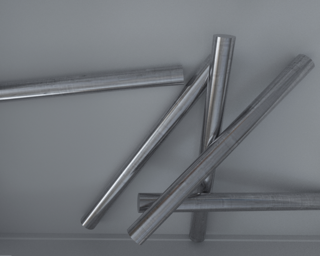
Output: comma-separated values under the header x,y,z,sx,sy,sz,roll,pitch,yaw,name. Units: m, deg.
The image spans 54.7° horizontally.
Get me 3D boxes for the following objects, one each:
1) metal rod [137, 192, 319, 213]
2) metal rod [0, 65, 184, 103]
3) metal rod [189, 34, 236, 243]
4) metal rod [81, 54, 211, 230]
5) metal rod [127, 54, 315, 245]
x,y,z,sx,sy,sz,roll,pitch,yaw,name
0.121,0.101,0.423,0.302,0.025,0.025,2,111,-12,metal rod
-0.122,-0.052,0.390,0.302,0.025,0.025,-6,110,2,metal rod
0.064,0.032,0.407,0.025,0.025,0.298,3,116,-1,metal rod
-0.018,0.029,0.421,0.025,0.025,0.299,35,106,-12,metal rod
0.075,0.024,0.377,0.300,0.025,0.025,-45,105,-3,metal rod
